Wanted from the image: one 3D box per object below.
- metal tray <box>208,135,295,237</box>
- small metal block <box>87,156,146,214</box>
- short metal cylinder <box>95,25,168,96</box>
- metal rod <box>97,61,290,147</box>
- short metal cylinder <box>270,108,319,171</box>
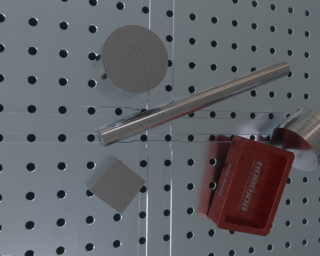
[{"bbox_3d":[0.132,0.084,0.448,0.091,0.030,0.129,16,93,-20],"label":"metal tray"},{"bbox_3d":[-0.055,0.071,0.392,0.050,0.025,0.050,41,77,-16],"label":"small metal block"},{"bbox_3d":[-0.036,-0.081,0.386,0.081,0.050,0.079,0,90,-20],"label":"short metal cylinder"},{"bbox_3d":[0.060,-0.040,0.434,0.302,0.025,0.025,-22,98,-19],"label":"metal rod"},{"bbox_3d":[0.214,0.018,0.462,0.050,0.080,0.080,-37,102,-16],"label":"short metal cylinder"}]
